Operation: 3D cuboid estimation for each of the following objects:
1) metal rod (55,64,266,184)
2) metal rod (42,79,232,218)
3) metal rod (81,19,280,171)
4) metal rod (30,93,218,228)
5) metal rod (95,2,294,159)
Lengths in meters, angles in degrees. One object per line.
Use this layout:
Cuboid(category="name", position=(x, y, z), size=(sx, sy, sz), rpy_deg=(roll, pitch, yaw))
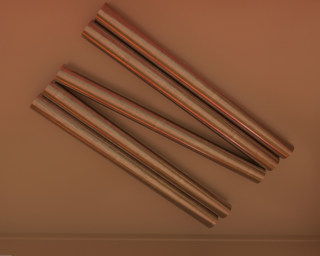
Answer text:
Cuboid(category="metal rod", position=(0.008, -0.001, 0.410), size=(0.301, 0.025, 0.025), rpy_deg=(27, 108, -10))
Cuboid(category="metal rod", position=(-0.022, 0.035, 0.423), size=(0.301, 0.025, 0.025), rpy_deg=(36, 106, -13))
Cuboid(category="metal rod", position=(0.035, -0.034, 0.397), size=(0.301, 0.025, 0.025), rpy_deg=(35, 106, -12))
Cuboid(category="metal rod", position=(-0.040, 0.051, 0.428), size=(0.301, 0.025, 0.025), rpy_deg=(36, 106, -13))
Cuboid(category="metal rod", position=(0.052, -0.052, 0.391), size=(0.301, 0.025, 0.025), rpy_deg=(35, 106, -12))
